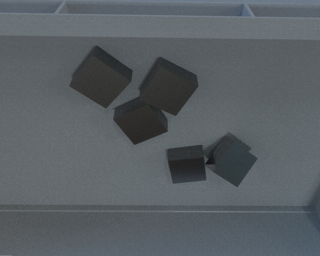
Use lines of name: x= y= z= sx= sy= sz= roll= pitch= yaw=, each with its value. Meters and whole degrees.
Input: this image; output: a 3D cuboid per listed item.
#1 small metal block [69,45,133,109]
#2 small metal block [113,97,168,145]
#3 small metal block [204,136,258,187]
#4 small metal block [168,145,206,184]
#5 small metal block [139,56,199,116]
small metal block: x=-0.068 y=-0.058 z=0.359 sx=0.050 sy=0.025 sz=0.050 roll=33 pitch=123 yaw=-25
small metal block: x=-0.024 y=-0.011 z=0.399 sx=0.050 sy=0.025 sz=0.050 roll=-23 pitch=127 yaw=18
small metal block: x=0.100 y=0.047 z=0.436 sx=0.050 sy=0.025 sz=0.050 roll=33 pitch=92 yaw=-25
small metal block: x=0.040 y=0.054 z=0.455 sx=0.050 sy=0.025 sz=0.050 roll=-7 pitch=130 yaw=6
small metal block: x=0.010 y=-0.048 z=0.368 sx=0.050 sy=0.025 sz=0.050 roll=23 pitch=126 yaw=-19
